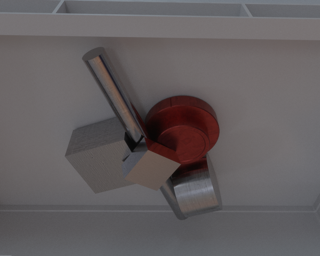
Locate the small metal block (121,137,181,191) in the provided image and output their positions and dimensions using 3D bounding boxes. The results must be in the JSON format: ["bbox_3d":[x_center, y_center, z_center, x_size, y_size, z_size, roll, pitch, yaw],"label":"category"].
[{"bbox_3d":[-0.011,0.045,0.382,0.050,0.025,0.050,26,114,-30],"label":"small metal block"}]

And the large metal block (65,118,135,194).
[{"bbox_3d":[-0.066,0.037,0.418,0.080,0.050,0.080,-16,129,12],"label":"large metal block"}]

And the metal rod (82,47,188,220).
[{"bbox_3d":[-0.015,0.031,0.405,0.025,0.025,0.299,-16,129,13],"label":"metal rod"}]

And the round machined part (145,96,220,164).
[{"bbox_3d":[0.028,0.010,0.404,0.099,0.042,0.097,-1,130,0],"label":"round machined part"}]

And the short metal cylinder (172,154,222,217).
[{"bbox_3d":[0.053,0.082,0.442,0.050,0.080,0.080,-16,129,13],"label":"short metal cylinder"}]
